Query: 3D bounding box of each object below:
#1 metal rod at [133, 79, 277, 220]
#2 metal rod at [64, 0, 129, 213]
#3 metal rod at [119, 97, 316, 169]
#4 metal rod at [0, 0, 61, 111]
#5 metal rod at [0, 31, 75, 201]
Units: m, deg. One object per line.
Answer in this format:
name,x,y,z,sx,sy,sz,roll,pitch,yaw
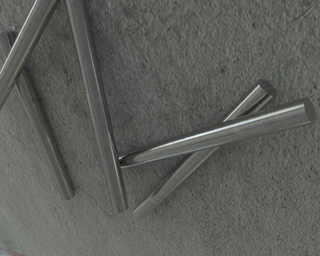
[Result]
metal rod,0.040,0.048,0.415,0.025,0.025,0.298,40,129,1
metal rod,-0.080,-0.019,0.413,0.025,0.025,0.298,2,112,27
metal rod,0.030,0.020,0.378,0.299,0.025,0.025,-19,109,43
metal rod,-0.188,-0.102,0.418,0.025,0.025,0.299,44,121,-3
metal rod,-0.195,-0.004,0.507,0.025,0.025,0.298,3,120,26
